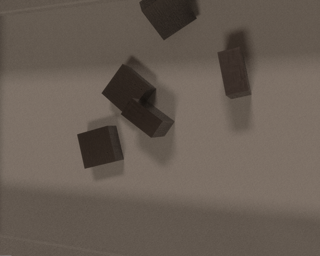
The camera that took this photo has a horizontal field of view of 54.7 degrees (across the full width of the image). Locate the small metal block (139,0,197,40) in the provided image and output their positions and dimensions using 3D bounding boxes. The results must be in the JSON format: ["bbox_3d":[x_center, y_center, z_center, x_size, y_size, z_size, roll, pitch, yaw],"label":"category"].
[{"bbox_3d":[0.010,-0.148,0.390,0.050,0.050,0.025,-30,45,17],"label":"small metal block"}]

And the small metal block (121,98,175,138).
[{"bbox_3d":[-0.014,-0.013,0.401,0.050,0.050,0.025,37,102,15],"label":"small metal block"}]

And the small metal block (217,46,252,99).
[{"bbox_3d":[0.089,-0.063,0.366,0.025,0.050,0.050,-12,86,19],"label":"small metal block"}]

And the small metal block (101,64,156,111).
[{"bbox_3d":[-0.043,-0.051,0.425,0.050,0.025,0.050,41,103,15],"label":"small metal block"}]

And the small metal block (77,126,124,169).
[{"bbox_3d":[-0.084,0.027,0.439,0.050,0.025,0.050,-15,85,19],"label":"small metal block"}]
